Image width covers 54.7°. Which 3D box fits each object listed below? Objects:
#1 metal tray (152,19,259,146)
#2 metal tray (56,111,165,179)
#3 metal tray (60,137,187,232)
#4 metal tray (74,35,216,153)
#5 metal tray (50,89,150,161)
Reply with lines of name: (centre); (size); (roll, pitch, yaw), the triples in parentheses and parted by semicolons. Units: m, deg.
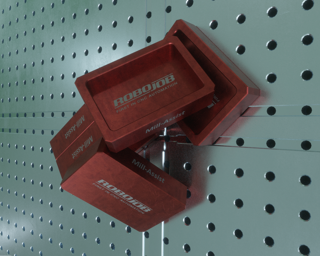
metal tray: (0.041, -0.054, 0.369); (0.090, 0.030, 0.130); (-51, 61, 27)
metal tray: (-0.067, 0.024, 0.418); (0.130, 0.091, 0.030); (-39, 66, 32)
metal tray: (-0.042, 0.073, 0.382); (0.090, 0.130, 0.030); (-39, 25, 33)
metal tray: (-0.016, -0.041, 0.347); (0.131, 0.030, 0.090); (-27, 66, -11)
metal tray: (-0.080, -0.001, 0.430); (0.130, 0.091, 0.030); (-39, 66, 32)
